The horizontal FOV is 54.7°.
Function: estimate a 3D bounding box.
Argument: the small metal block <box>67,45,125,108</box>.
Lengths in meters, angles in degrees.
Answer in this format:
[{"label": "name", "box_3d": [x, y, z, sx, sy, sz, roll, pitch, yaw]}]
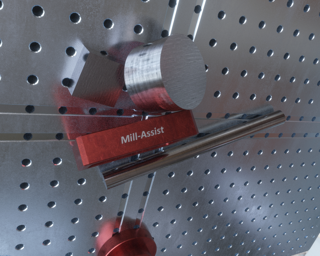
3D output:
[{"label": "small metal block", "box_3d": [-0.067, -0.056, 0.341, 0.050, 0.025, 0.050, 15, 110, -35]}]

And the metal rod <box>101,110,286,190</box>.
[{"label": "metal rod", "box_3d": [0.061, 0.027, 0.463, 0.302, 0.025, 0.025, -18, 126, -18]}]

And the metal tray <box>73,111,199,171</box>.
[{"label": "metal tray", "box_3d": [-0.032, 0.015, 0.364, 0.131, 0.090, 0.030, -15, 84, -21]}]

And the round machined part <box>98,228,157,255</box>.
[{"label": "round machined part", "box_3d": [-0.049, 0.217, 0.509, 0.099, 0.042, 0.097, -14, 125, -21]}]

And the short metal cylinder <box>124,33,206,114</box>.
[{"label": "short metal cylinder", "box_3d": [0.008, -0.057, 0.340, 0.081, 0.050, 0.080, 6, 82, -49]}]
